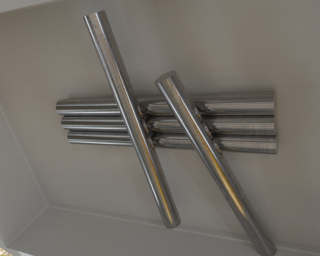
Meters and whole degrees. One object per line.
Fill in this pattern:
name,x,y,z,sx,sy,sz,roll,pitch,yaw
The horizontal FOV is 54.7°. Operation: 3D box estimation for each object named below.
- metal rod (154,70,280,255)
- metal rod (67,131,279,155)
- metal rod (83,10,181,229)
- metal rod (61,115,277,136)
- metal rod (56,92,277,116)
metal rod,0.080,0.063,0.377,0.025,0.025,0.299,-17,117,34
metal rod,-0.002,0.015,0.416,0.301,0.025,0.025,1,119,27
metal rod,-0.027,0.007,0.391,0.025,0.025,0.298,-5,116,30
metal rod,-0.008,-0.007,0.406,0.301,0.025,0.025,1,119,27
metal rod,-0.012,-0.028,0.395,0.301,0.025,0.025,1,119,27
